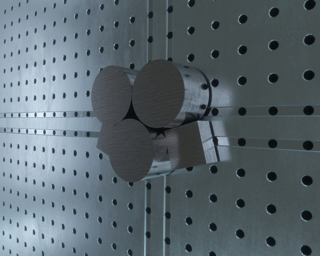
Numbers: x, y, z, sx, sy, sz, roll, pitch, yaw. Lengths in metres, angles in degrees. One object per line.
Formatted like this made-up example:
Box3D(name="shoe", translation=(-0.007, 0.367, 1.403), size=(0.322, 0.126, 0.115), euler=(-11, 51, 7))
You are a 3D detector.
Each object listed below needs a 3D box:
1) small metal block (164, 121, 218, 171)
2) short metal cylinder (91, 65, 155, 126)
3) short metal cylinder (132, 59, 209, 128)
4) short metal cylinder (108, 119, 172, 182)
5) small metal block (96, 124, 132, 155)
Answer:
Box3D(name="small metal block", translation=(0.037, 0.022, 0.375), size=(0.050, 0.025, 0.050), euler=(-18, 79, 38))
Box3D(name="short metal cylinder", translation=(-0.050, -0.043, 0.429), size=(0.080, 0.050, 0.079), euler=(0, 90, 40))
Box3D(name="short metal cylinder", translation=(0.012, -0.040, 0.378), size=(0.080, 0.050, 0.079), euler=(0, 90, 40))
Box3D(name="short metal cylinder", translation=(-0.022, 0.028, 0.406), size=(0.080, 0.050, 0.079), euler=(0, 90, 40))
Box3D(name="small metal block", translation=(-0.064, 0.015, 0.457), size=(0.050, 0.025, 0.050), euler=(26, 107, 37))
